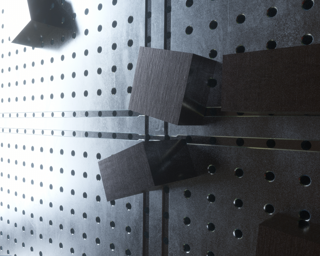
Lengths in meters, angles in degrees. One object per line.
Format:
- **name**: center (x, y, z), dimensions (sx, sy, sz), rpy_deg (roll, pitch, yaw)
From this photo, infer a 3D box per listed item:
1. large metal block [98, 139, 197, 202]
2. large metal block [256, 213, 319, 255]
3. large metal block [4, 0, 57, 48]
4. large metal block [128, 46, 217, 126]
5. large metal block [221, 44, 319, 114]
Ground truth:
- **large metal block**: center (-0.015, 0.051, 0.384), dimensions (0.080, 0.081, 0.050), rpy_deg (-26, 74, 37)
- **large metal block**: center (0.134, 0.133, 0.282), dimensions (0.080, 0.050, 0.079), rpy_deg (9, 96, 39)
- **large metal block**: center (-0.251, -0.214, 0.596), dimensions (0.080, 0.050, 0.080), rpy_deg (-25, 74, 37)
- **large metal block**: center (0.014, -0.052, 0.380), dimensions (0.080, 0.050, 0.079), rpy_deg (19, 102, 38)
- **large metal block**: center (0.112, -0.038, 0.281), dimensions (0.080, 0.081, 0.050), rpy_deg (3, 92, 39)
